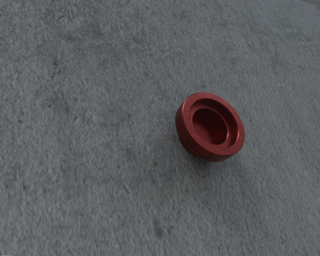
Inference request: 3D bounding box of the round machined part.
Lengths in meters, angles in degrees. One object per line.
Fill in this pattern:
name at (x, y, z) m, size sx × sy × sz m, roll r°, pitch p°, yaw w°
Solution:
round machined part at (0.064, 0.002, 0.428) m, size 0.099 × 0.042 × 0.098 m, roll 14°, pitch 56°, yaw -21°
